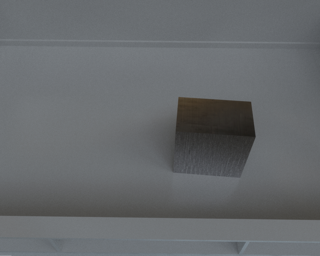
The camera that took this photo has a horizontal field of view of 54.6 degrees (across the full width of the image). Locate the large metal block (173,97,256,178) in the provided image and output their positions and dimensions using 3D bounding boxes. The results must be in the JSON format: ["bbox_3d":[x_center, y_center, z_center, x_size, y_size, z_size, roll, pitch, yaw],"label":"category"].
[{"bbox_3d":[0.058,0.013,0.359,0.080,0.080,0.050,4,50,3],"label":"large metal block"}]
